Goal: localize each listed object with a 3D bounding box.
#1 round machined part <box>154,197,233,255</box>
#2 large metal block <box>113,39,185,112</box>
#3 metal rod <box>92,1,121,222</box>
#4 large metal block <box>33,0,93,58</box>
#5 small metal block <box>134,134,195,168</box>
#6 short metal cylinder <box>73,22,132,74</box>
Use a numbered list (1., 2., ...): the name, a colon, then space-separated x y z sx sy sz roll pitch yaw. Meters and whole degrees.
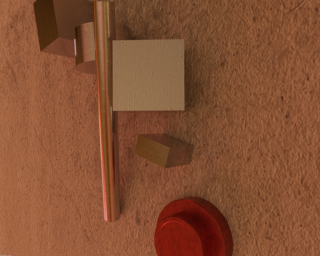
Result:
1. round machined part: 0.032 0.134 0.366 0.098 0.042 0.097 0 90 39
2. large metal block: -0.012 -0.059 0.372 0.080 0.050 0.079 0 90 2
3. metal rod: -0.068 -0.006 0.408 0.025 0.025 0.298 19 118 38
4. large metal block: -0.142 -0.159 0.483 0.050 0.081 0.080 -19 78 38
5. small metal block: 0.006 0.026 0.382 0.050 0.050 0.025 22 104 37
6. short metal cylinder: -0.078 -0.108 0.431 0.080 0.081 0.050 -7 86 39
